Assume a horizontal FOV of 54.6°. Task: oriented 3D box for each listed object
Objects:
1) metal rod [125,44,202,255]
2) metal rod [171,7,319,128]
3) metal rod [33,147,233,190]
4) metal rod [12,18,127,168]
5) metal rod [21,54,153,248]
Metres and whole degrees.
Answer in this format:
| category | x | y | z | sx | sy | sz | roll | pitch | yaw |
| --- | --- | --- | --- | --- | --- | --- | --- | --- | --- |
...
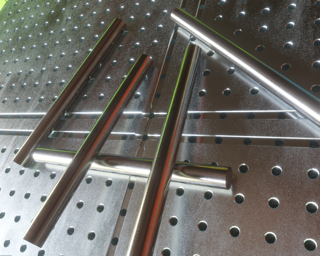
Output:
| category | x | y | z | sx | sy | sz | roll | pitch | yaw |
| --- | --- | --- | --- | --- | --- | --- | --- | --- | --- |
| metal rod | 0.014 | 0.008 | 0.370 | 0.025 | 0.025 | 0.300 | -3 | 52 | 27 |
| metal rod | 0.103 | -0.095 | 0.413 | 0.025 | 0.025 | 0.300 | -40 | 51 | 1 |
| metal rod | -0.056 | 0.048 | 0.409 | 0.300 | 0.025 | 0.025 | 3 | 63 | 29 |
| metal rod | -0.147 | -0.067 | 0.528 | 0.025 | 0.025 | 0.300 | 21 | 73 | 36 |
| metal rod | -0.083 | 0.011 | 0.417 | 0.025 | 0.025 | 0.300 | 9 | 57 | 32 |
